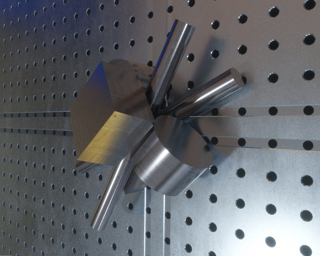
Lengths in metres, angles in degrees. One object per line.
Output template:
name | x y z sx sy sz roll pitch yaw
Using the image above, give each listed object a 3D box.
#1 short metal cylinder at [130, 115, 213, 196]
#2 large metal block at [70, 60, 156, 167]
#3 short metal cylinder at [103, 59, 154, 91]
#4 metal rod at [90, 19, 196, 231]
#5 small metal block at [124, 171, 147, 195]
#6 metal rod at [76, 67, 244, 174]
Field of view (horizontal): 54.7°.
short metal cylinder | 0.013 0.031 0.358 0.050 0.081 0.080 -51 60 29
large metal block | -0.058 -0.015 0.354 0.080 0.050 0.080 -48 45 30
short metal cylinder | -0.041 -0.050 0.422 0.080 0.050 0.079 0 90 40
metal rod | -0.030 0.010 0.397 0.025 0.025 0.298 37 112 33
small metal block | -0.032 0.059 0.431 0.050 0.025 0.050 -34 69 34
metal rod | -0.022 0.004 0.423 0.299 0.025 0.025 -29 72 36
